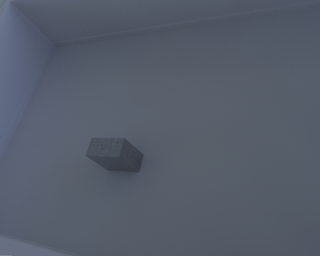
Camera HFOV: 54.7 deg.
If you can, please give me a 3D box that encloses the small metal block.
[{"bbox_3d":[-0.057,0.035,0.397,0.050,0.050,0.025,-1,62,27],"label":"small metal block"}]
